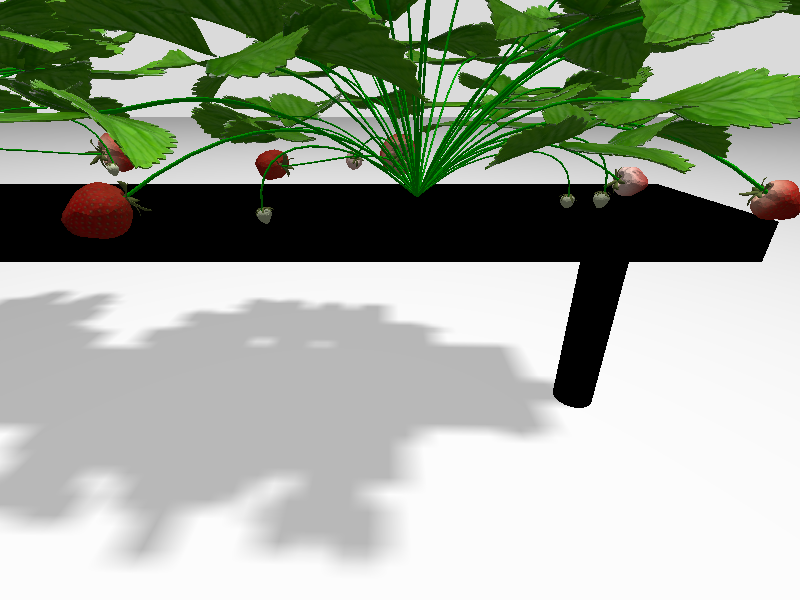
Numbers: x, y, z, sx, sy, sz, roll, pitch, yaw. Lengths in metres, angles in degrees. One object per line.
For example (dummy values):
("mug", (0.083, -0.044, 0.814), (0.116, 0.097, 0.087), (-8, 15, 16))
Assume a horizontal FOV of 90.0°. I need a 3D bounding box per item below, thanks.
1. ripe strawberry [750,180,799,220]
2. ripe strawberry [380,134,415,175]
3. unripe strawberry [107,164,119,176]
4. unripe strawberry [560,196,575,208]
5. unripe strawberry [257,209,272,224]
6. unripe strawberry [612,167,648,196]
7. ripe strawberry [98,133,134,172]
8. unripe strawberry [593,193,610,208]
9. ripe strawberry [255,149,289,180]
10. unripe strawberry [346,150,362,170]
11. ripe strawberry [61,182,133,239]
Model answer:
("ripe strawberry", (0.257, -0.066, 0.271), (0.028, 0.027, 0.026), (33, 31, 2))
("ripe strawberry", (-0.002, -0.166, 0.458), (0.042, 0.045, 0.045), (-3, 26, -6))
("unripe strawberry", (-0.278, -0.127, 0.389), (0.010, 0.011, 0.011), (-9, 27, -17))
("unripe strawberry", (0.126, -0.074, 0.301), (0.010, 0.010, 0.009), (11, 28, 21))
("unripe strawberry", (-0.089, -0.055, 0.263), (0.010, 0.010, 0.011), (-21, 33, -36))
("unripe strawberry", (0.195, -0.100, 0.338), (0.025, 0.024, 0.027), (6, 26, -2))
("ripe strawberry", (-0.330, -0.177, 0.478), (0.042, 0.044, 0.046), (16, 30, 30))
("unripe strawberry", (0.149, -0.074, 0.297), (0.011, 0.012, 0.011), (9, 28, 19))
("ripe strawberry", (-0.133, -0.140, 0.413), (0.034, 0.029, 0.034), (13, 29, 26))
("unripe strawberry", (-0.055, -0.167, 0.479), (0.020, 0.022, 0.021), (-11, 10, -22))
("ripe strawberry", (-0.174, -0.050, 0.230), (0.035, 0.030, 0.035), (-34, 38, -18))
